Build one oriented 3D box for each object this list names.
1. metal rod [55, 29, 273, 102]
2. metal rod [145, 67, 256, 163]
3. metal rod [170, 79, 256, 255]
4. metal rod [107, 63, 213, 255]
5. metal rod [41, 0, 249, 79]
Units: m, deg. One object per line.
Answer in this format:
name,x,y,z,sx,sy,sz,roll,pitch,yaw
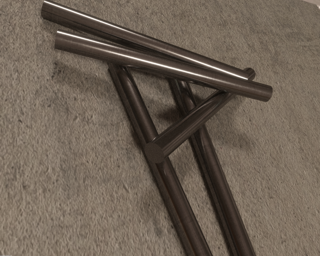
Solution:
metal rod,0.016,-0.080,0.420,0.302,0.025,0.025,12,57,-15
metal rod,0.076,-0.034,0.439,0.025,0.025,0.302,48,42,5
metal rod,0.061,0.029,0.420,0.025,0.025,0.299,-4,64,-30
metal rod,-0.003,0.036,0.381,0.025,0.025,0.299,-12,68,-33
metal rod,-0.014,-0.118,0.444,0.302,0.025,0.025,17,54,-9
